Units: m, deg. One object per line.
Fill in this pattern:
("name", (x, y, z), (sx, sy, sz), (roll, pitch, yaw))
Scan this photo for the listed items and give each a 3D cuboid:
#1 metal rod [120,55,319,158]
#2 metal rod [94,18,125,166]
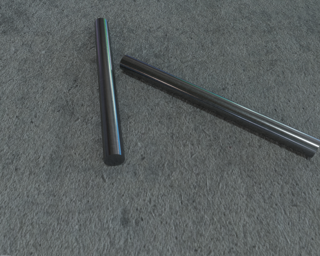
("metal rod", (0.069, -0.039, 0.436), (0.301, 0.025, 0.025), (27, 55, 21))
("metal rod", (-0.080, -0.075, 0.464), (0.025, 0.025, 0.300), (-7, 50, -7))
